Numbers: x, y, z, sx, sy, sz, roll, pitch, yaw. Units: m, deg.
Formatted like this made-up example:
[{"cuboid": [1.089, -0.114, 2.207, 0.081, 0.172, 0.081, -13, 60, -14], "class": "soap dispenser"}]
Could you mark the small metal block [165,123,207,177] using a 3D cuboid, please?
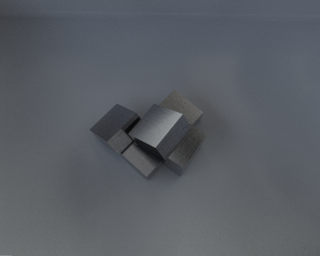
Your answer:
[{"cuboid": [0.031, 0.028, 0.384, 0.025, 0.050, 0.050, 34, 73, 11], "class": "small metal block"}]

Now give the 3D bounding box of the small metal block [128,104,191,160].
[{"cuboid": [-0.001, 0.003, 0.367, 0.050, 0.025, 0.050, 24, 68, 44], "class": "small metal block"}]

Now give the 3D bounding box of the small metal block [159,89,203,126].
[{"cuboid": [0.021, -0.014, 0.413, 0.050, 0.025, 0.050, 40, 75, 13], "class": "small metal block"}]

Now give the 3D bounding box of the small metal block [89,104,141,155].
[{"cuboid": [-0.054, 0.000, 0.394, 0.050, 0.025, 0.050, -46, 38, -15], "class": "small metal block"}]

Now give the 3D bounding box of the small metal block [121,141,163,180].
[{"cuboid": [-0.018, 0.030, 0.397, 0.050, 0.025, 0.050, 40, 75, 13], "class": "small metal block"}]
